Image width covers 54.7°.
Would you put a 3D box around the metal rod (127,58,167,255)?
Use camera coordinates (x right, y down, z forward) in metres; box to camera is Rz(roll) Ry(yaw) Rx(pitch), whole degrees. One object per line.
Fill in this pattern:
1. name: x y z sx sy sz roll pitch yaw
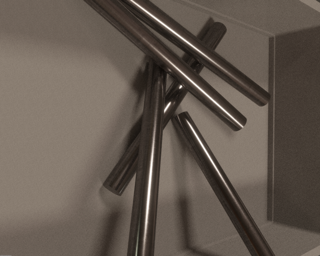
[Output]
1. metal rod: -0.012 0.041 0.334 0.025 0.025 0.299 30 51 -36

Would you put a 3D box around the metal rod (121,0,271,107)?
1. metal rod: 0.047 -0.109 0.419 0.301 0.025 0.025 29 72 -28

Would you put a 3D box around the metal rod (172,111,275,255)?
1. metal rod: 0.099 0.108 0.394 0.025 0.025 0.299 -16 69 -39

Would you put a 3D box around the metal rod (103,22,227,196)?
1. metal rod: 0.019 -0.042 0.424 0.025 0.025 0.300 48 61 -30

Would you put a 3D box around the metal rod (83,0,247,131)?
1. metal rod: 0.001 -0.090 0.375 0.301 0.025 0.025 37 67 -23
